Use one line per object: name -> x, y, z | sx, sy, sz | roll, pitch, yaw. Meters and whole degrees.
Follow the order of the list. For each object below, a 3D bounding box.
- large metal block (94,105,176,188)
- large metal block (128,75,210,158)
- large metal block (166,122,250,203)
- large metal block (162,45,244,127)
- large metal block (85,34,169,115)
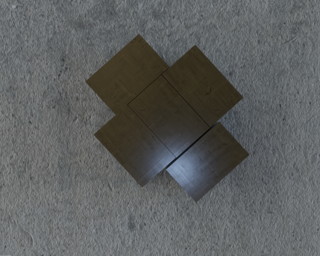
large metal block -> -0.028, 0.020, 0.384 | 0.050, 0.080, 0.080 | -42, 91, 0
large metal block -> 0.010, -0.013, 0.384 | 0.050, 0.080, 0.080 | -42, 91, 0
large metal block -> 0.053, 0.038, 0.385 | 0.080, 0.080, 0.050 | -42, 91, 0
large metal block -> 0.047, -0.047, 0.385 | 0.050, 0.080, 0.080 | -42, 91, 0
large metal block -> -0.036, -0.060, 0.384 | 0.080, 0.080, 0.050 | -42, 91, 0
